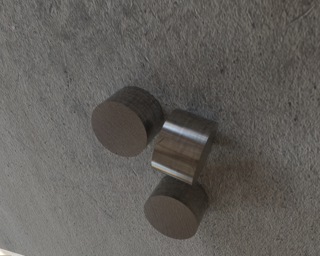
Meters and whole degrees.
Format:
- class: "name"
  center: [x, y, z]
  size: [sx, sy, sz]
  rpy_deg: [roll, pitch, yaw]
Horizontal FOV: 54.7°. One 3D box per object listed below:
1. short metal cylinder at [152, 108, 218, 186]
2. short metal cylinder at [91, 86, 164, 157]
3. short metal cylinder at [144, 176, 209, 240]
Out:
- class: "short metal cylinder"
  center: [0.031, 0.022, 0.369]
  size: [0.050, 0.080, 0.079]
  rpy_deg: [22, 127, 15]
- class: "short metal cylinder"
  center: [-0.042, -0.009, 0.407]
  size: [0.080, 0.050, 0.079]
  rpy_deg: [13, 124, 21]
- class: "short metal cylinder"
  center: [0.024, 0.113, 0.448]
  size: [0.080, 0.050, 0.079]
  rpy_deg: [13, 124, 21]
